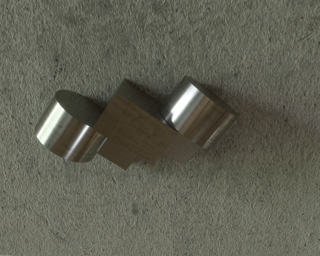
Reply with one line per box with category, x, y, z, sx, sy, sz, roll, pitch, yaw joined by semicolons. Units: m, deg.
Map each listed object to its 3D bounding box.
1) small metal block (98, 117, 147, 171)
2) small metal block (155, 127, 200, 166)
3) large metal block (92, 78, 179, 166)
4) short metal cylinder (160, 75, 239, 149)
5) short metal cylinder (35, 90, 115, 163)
small metal block;-0.052;0.021;0.419;0.050;0.025;0.050;34;107;-12
small metal block;0.026;0.015;0.417;0.050;0.025;0.050;34;107;-12
large metal block;-0.027;-0.011;0.378;0.080;0.080;0.050;33;107;-12
short metal cylinder;0.047;-0.020;0.375;0.080;0.080;0.050;34;107;-12
short metal cylinder;-0.103;-0.003;0.380;0.080;0.080;0.050;33;107;-12
